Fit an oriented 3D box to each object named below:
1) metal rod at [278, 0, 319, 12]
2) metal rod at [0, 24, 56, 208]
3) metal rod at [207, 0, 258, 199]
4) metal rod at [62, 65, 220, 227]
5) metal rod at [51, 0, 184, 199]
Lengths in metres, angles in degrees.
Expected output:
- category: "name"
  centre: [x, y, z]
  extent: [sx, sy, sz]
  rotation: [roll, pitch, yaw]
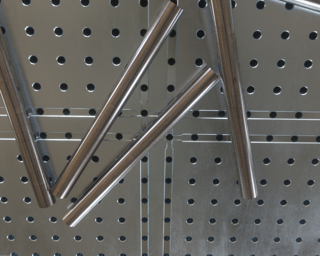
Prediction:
- category: "metal rod"
  centre: [0.078, -0.175, 0.349]
  extent: [0.302, 0.025, 0.025]
  rotation: [14, 110, -5]
- category: "metal rod"
  centre: [-0.187, -0.029, 0.401]
  extent: [0.025, 0.025, 0.298]
  rotation: [-9, 110, 3]
- category: "metal rod"
  centre: [0.093, -0.036, 0.387]
  extent: [0.025, 0.025, 0.299]
  rotation: [-13, 115, 5]
- category: "metal rod"
  centre: [-0.033, 0.033, 0.425]
  extent: [0.025, 0.025, 0.299]
  rotation: [41, 105, -14]
- category: "metal rod"
  centre: [-0.063, -0.025, 0.403]
  extent: [0.025, 0.025, 0.299]
  rotation: [31, 107, -11]
